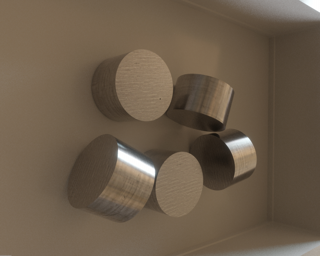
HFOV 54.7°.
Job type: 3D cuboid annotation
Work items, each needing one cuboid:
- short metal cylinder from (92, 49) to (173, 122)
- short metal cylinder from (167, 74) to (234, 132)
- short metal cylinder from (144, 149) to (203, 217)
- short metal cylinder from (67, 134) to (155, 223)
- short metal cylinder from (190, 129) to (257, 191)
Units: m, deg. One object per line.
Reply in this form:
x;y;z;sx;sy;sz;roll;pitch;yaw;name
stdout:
-0.031;-0.047;0.363;0.081;0.050;0.079;0;90;-40;short metal cylinder
0.055;-0.032;0.418;0.080;0.080;0.050;27;73;-37;short metal cylinder
0.010;0.069;0.398;0.081;0.050;0.079;0;90;-40;short metal cylinder
-0.052;0.053;0.326;0.050;0.080;0.080;34;69;-35;short metal cylinder
0.090;0.044;0.447;0.050;0.080;0.079;-12;98;-40;short metal cylinder
